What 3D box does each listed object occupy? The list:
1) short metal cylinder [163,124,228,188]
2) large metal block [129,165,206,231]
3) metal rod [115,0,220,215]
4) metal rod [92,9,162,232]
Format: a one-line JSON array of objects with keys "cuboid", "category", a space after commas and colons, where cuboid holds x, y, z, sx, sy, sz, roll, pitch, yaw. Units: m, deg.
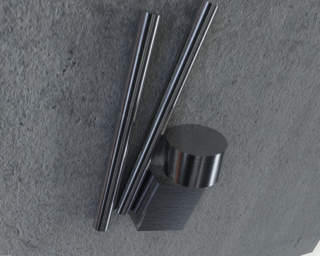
[{"cuboid": [0.046, 0.036, 0.419, 0.081, 0.080, 0.050, -9, 122, -24], "category": "short metal cylinder"}, {"cuboid": [0.007, 0.104, 0.459, 0.081, 0.050, 0.079, 12, 112, -33], "category": "large metal block"}, {"cuboid": [0.000, -0.012, 0.399, 0.025, 0.025, 0.298, 10, 113, -33], "category": "metal rod"}, {"cuboid": [-0.047, 0.009, 0.386, 0.025, 0.025, 0.298, 2, 118, -29], "category": "metal rod"}]
